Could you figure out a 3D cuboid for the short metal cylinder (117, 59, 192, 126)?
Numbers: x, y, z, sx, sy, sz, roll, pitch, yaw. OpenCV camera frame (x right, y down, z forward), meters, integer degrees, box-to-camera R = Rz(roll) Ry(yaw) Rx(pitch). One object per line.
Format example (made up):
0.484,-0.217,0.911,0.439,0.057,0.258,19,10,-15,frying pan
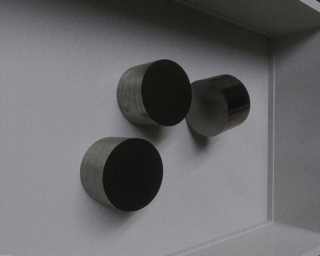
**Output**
-0.006,-0.042,0.387,0.081,0.050,0.079,0,90,-40,short metal cylinder

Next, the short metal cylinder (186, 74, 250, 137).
0.079,-0.033,0.439,0.050,0.080,0.079,-20,103,-39,short metal cylinder

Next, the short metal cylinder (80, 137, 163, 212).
-0.043,0.051,0.356,0.081,0.050,0.079,0,90,-40,short metal cylinder
